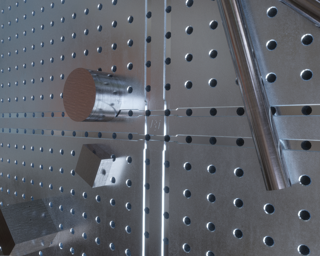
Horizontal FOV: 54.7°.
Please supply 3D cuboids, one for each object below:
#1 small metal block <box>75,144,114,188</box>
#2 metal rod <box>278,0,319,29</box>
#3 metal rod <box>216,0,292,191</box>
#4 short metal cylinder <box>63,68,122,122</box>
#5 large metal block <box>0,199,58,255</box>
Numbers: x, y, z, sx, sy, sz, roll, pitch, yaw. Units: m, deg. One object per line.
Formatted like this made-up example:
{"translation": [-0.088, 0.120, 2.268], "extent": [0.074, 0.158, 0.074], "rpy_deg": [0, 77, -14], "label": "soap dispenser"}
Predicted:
{"translation": [-0.105, 0.059, 0.494], "extent": [0.050, 0.025, 0.050], "rpy_deg": [32, 110, 35], "label": "small metal block"}
{"translation": [0.177, -0.073, 0.262], "extent": [0.300, 0.025, 0.025], "rpy_deg": [51, 120, 27], "label": "metal rod"}
{"translation": [0.089, -0.084, 0.335], "extent": [0.025, 0.025, 0.298], "rpy_deg": [-20, 78, 38], "label": "metal rod"}
{"translation": [-0.104, -0.049, 0.477], "extent": [0.080, 0.050, 0.079], "rpy_deg": [0, 90, 39], "label": "short metal cylinder"}
{"translation": [-0.252, 0.186, 0.577], "extent": [0.080, 0.081, 0.050], "rpy_deg": [50, 119, 28], "label": "large metal block"}
